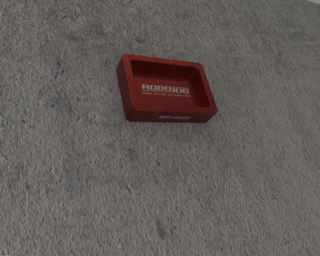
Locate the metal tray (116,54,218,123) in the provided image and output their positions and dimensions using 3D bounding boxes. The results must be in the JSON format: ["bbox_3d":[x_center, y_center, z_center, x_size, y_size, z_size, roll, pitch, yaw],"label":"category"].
[{"bbox_3d":[0.010,-0.054,0.438,0.131,0.030,0.090,0,62,-28],"label":"metal tray"}]
